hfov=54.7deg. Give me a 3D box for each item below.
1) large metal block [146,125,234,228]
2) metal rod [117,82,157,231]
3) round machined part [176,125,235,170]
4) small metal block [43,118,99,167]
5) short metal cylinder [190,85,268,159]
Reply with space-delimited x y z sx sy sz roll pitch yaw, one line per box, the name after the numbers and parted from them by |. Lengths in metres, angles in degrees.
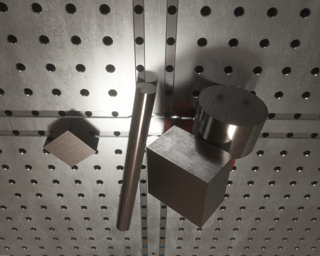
0.032 0.056 0.362 0.080 0.050 0.079 28 137 29 | large metal block
-0.041 0.064 0.465 0.025 0.025 0.298 7 130 -7 | metal rod
0.051 0.033 0.429 0.099 0.042 0.097 0 130 0 | round machined part
-0.122 0.021 0.428 0.050 0.025 0.050 -31 124 23 | small metal block
0.081 -0.009 0.370 0.081 0.080 0.050 5 130 -5 | short metal cylinder
